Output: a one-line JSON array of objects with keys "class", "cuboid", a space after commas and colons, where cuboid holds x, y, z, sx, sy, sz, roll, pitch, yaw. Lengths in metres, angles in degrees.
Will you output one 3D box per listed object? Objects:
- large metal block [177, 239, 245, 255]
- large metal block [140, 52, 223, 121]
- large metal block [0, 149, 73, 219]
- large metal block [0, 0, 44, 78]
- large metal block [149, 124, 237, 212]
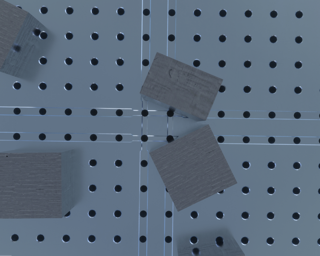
[{"class": "large metal block", "cuboid": [0.070, 0.199, 0.401, 0.080, 0.050, 0.080, -10, 90, 0]}, {"class": "large metal block", "cuboid": [0.024, -0.047, 0.386, 0.080, 0.080, 0.050, 23, 90, 0]}, {"class": "large metal block", "cuboid": [-0.159, 0.070, 0.400, 0.080, 0.050, 0.080, 0, 90, 0]}, {"class": "large metal block", "cuboid": [-0.213, -0.122, 0.400, 0.080, 0.050, 0.080, 26, 90, 0]}, {"class": "large metal block", "cuboid": [0.041, 0.048, 0.401, 0.080, 0.050, 0.080, -26, 90, 0]}]
